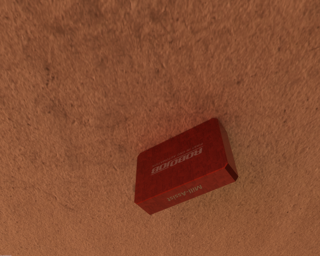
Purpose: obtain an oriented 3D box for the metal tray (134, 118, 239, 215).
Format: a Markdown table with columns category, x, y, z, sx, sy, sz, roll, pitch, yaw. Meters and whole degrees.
| category | x | y | z | sx | sy | sz | roll | pitch | yaw |
| --- | --- | --- | --- | --- | --- | --- | --- | --- | --- |
| metal tray | 0.029 | 0.050 | 0.407 | 0.130 | 0.090 | 0.030 | -27 | 125 | 20 |
